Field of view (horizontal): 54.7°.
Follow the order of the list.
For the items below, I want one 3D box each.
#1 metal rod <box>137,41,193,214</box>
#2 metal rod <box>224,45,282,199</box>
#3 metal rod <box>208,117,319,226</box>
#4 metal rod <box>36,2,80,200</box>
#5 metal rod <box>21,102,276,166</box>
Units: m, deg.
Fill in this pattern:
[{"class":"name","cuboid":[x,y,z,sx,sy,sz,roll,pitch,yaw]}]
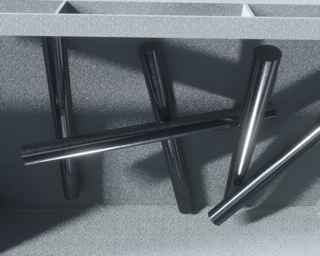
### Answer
[{"class":"metal rod","cuboid":[0.016,0.024,0.429,0.025,0.025,0.298,-8,130,7]},{"class":"metal rod","cuboid":[0.107,0.026,0.396,0.025,0.025,0.299,-3,141,2]},{"class":"metal rod","cuboid":[0.175,0.033,0.408,0.025,0.025,0.299,32,114,-24]},{"class":"metal rod","cuboid":[-0.125,-0.007,0.401,0.025,0.025,0.298,5,130,-4]},{"class":"metal rod","cuboid":[-0.007,0.005,0.374,0.302,0.025,0.025,-10,131,-7]}]
